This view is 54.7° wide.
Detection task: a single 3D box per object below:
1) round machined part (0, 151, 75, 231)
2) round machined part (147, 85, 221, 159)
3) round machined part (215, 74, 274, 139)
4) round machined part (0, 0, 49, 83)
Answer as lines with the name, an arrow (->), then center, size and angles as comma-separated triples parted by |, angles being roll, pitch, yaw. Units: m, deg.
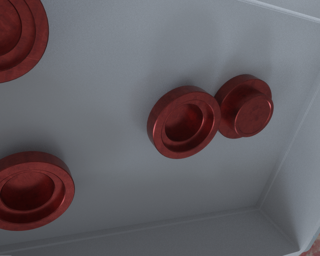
round machined part -> -0.152, 0.067, 0.357 | 0.099, 0.042, 0.097 | -14, 125, -21
round machined part -> 0.027, -0.011, 0.408 | 0.099, 0.042, 0.097 | -14, 125, -21
round machined part -> 0.126, -0.025, 0.453 | 0.099, 0.042, 0.097 | -14, 125, -21
round machined part -> -0.149, -0.090, 0.261 | 0.099, 0.042, 0.097 | -14, 125, -21
